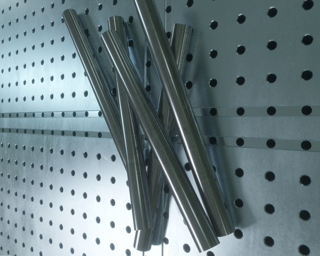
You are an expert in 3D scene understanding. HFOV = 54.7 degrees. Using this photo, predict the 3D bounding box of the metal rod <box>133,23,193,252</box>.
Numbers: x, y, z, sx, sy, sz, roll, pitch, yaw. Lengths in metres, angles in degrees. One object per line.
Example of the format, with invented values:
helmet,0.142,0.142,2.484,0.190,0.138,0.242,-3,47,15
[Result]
metal rod,0.002,0.019,0.405,0.025,0.025,0.298,17,101,38

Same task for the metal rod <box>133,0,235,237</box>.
metal rod,0.025,-0.023,0.363,0.025,0.025,0.299,-23,83,37

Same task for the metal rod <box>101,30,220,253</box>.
metal rod,-0.008,0.001,0.380,0.025,0.025,0.299,-38,68,33

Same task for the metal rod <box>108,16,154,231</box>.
metal rod,-0.042,-0.018,0.421,0.025,0.025,0.299,-22,70,37

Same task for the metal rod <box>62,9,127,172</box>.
metal rod,-0.096,-0.069,0.485,0.025,0.025,0.299,-39,67,33
